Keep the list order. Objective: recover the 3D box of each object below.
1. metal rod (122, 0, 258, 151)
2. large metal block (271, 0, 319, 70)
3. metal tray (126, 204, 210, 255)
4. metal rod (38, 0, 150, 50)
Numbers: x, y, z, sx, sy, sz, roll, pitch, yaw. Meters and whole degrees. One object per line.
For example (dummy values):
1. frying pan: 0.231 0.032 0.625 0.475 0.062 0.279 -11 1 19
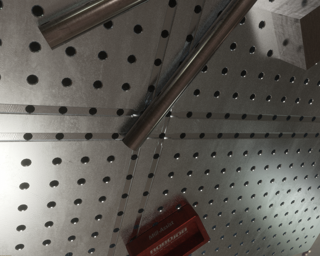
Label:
1. metal rod: 0.053 -0.093 0.384 0.025 0.025 0.299 32 100 -39
2. large metal block: 0.208 -0.141 0.425 0.080 0.050 0.080 -35 129 -5
3. metal tray: 0.017 0.202 0.544 0.131 0.030 0.090 -32 129 -8
4. metal rod: 0.018 -0.162 0.321 0.301 0.025 0.025 -31 129 -9
